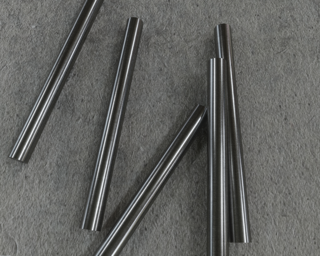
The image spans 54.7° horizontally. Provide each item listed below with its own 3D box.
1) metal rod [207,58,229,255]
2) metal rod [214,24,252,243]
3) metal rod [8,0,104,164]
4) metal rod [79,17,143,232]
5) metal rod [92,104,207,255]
[{"bbox_3d":[0.070,0.056,0.375,0.025,0.025,0.299,2,74,1],"label":"metal rod"},{"bbox_3d":[0.093,-0.007,0.411,0.025,0.025,0.299,0,70,0],"label":"metal rod"},{"bbox_3d":[-0.135,-0.093,0.441,0.025,0.025,0.299,16,71,6],"label":"metal rod"},{"bbox_3d":[-0.060,-0.019,0.414,0.025,0.025,0.299,8,70,3],"label":"metal rod"},{"bbox_3d":[-0.025,0.093,0.373,0.025,0.025,0.300,32,73,11],"label":"metal rod"}]
